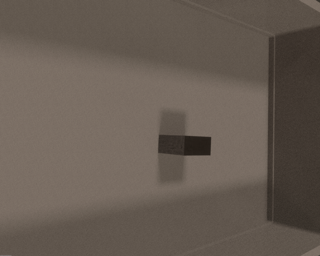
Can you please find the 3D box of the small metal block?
[{"bbox_3d":[0.033,0.023,0.421,0.050,0.050,0.025,4,88,-40],"label":"small metal block"}]
